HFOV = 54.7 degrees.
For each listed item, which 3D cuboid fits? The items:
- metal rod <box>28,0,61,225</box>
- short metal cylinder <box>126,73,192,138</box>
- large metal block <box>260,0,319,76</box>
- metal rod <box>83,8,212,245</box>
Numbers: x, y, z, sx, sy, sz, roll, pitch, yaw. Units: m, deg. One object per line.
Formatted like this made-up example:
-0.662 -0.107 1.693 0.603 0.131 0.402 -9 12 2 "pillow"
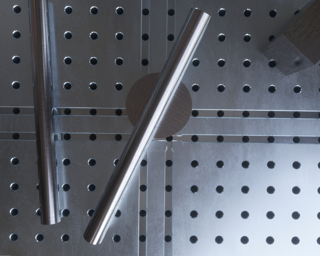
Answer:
-0.154 -0.024 0.411 0.025 0.025 0.298 -3 90 0 "metal rod"
-0.001 -0.028 0.401 0.081 0.050 0.079 0 90 0 "short metal cylinder"
0.183 -0.117 0.387 0.050 0.080 0.080 44 90 0 "large metal block"
-0.020 0.008 0.362 0.025 0.025 0.298 26 101 0 "metal rod"
